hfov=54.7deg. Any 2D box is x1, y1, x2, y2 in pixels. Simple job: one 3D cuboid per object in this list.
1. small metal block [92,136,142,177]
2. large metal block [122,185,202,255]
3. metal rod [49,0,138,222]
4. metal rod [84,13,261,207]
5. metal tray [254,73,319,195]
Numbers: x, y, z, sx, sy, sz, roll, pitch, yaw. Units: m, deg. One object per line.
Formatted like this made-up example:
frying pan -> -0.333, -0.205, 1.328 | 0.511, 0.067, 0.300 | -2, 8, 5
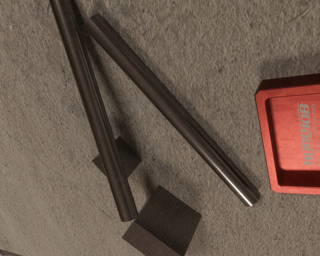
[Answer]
small metal block -> -0.061, 0.048, 0.451 | 0.025, 0.050, 0.050 | -34, 100, 38
large metal block -> 0.004, 0.145, 0.457 | 0.080, 0.080, 0.050 | 35, 129, 4
metal rod -> -0.082, -0.019, 0.397 | 0.025, 0.025, 0.298 | -10, 102, 32
metal rod -> 0.019, -0.018, 0.384 | 0.300, 0.025, 0.025 | 48, 129, -6
metal tray -> 0.157, 0.010, 0.326 | 0.090, 0.030, 0.129 | -4, 117, 29
